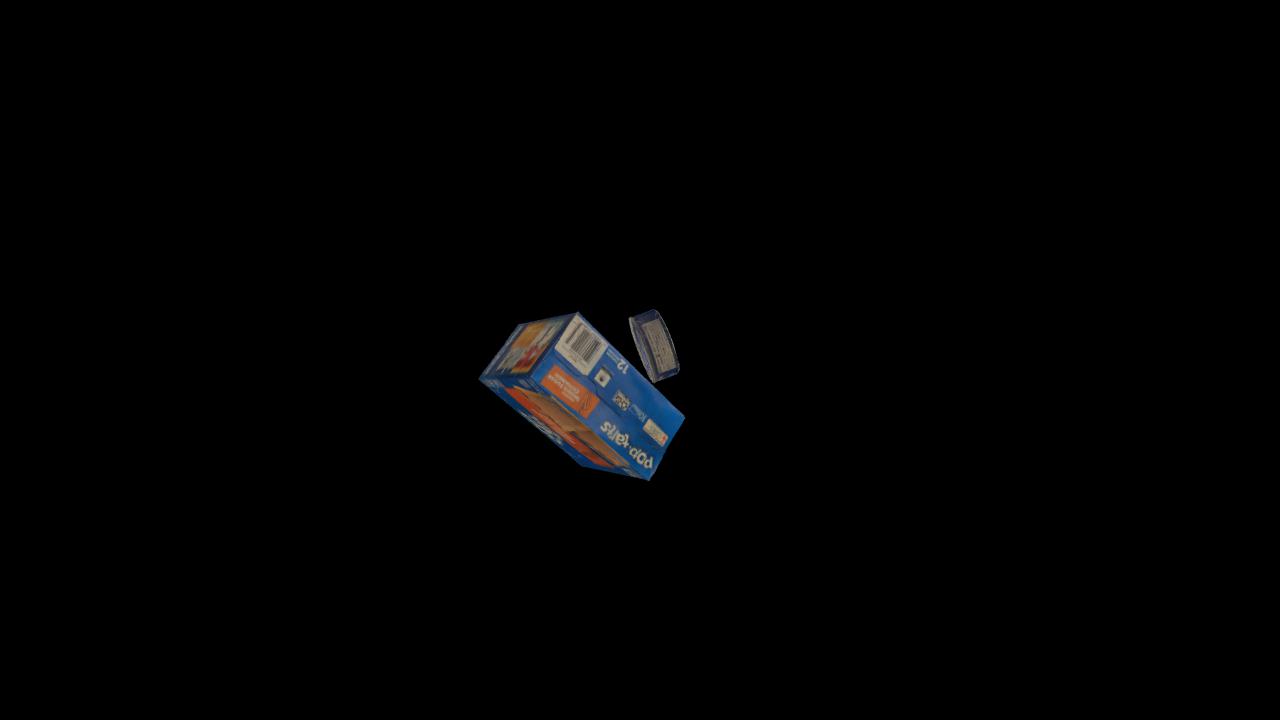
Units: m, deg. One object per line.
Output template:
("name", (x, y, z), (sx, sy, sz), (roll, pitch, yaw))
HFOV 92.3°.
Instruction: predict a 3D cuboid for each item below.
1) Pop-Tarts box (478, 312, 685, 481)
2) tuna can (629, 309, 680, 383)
("Pop-Tarts box", (-0.063, 0.040, 0.647), (0.167, 0.083, 0.141), (46, -25, -24))
("tuna can", (0.017, -0.017, 0.731), (0.034, 0.084, 0.084), (-21, 2, -6))
